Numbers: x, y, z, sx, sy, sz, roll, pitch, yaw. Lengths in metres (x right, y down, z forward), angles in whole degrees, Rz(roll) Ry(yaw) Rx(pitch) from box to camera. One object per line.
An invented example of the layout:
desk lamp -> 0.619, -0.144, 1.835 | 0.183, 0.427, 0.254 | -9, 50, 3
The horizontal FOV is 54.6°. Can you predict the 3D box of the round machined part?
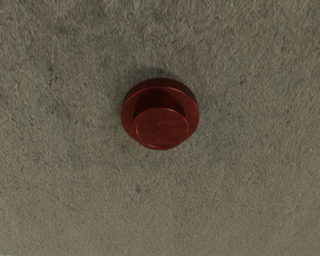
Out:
round machined part -> 0.000, -0.010, 0.387 | 0.099, 0.042, 0.097 | 0, 130, 0
